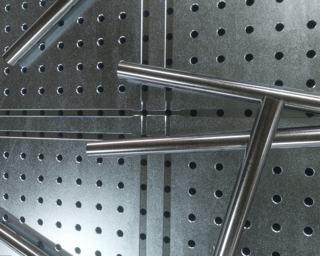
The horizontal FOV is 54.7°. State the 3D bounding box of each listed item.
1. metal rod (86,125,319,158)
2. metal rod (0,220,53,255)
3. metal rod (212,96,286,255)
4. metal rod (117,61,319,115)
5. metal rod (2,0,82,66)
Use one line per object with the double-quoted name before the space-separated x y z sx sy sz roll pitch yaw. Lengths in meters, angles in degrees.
"metal rod" 0.043 0.020 0.396 0.301 0.025 0.025 -4 89 19
"metal rod" -0.184 0.200 0.475 0.301 0.025 0.025 25 98 18
"metal rod" 0.088 0.110 0.364 0.025 0.025 0.298 18 102 18
"metal rod" 0.086 -0.049 0.381 0.301 0.025 0.025 13 94 19
"metal rod" -0.125 -0.196 0.455 0.300 0.025 0.025 -37 79 15
